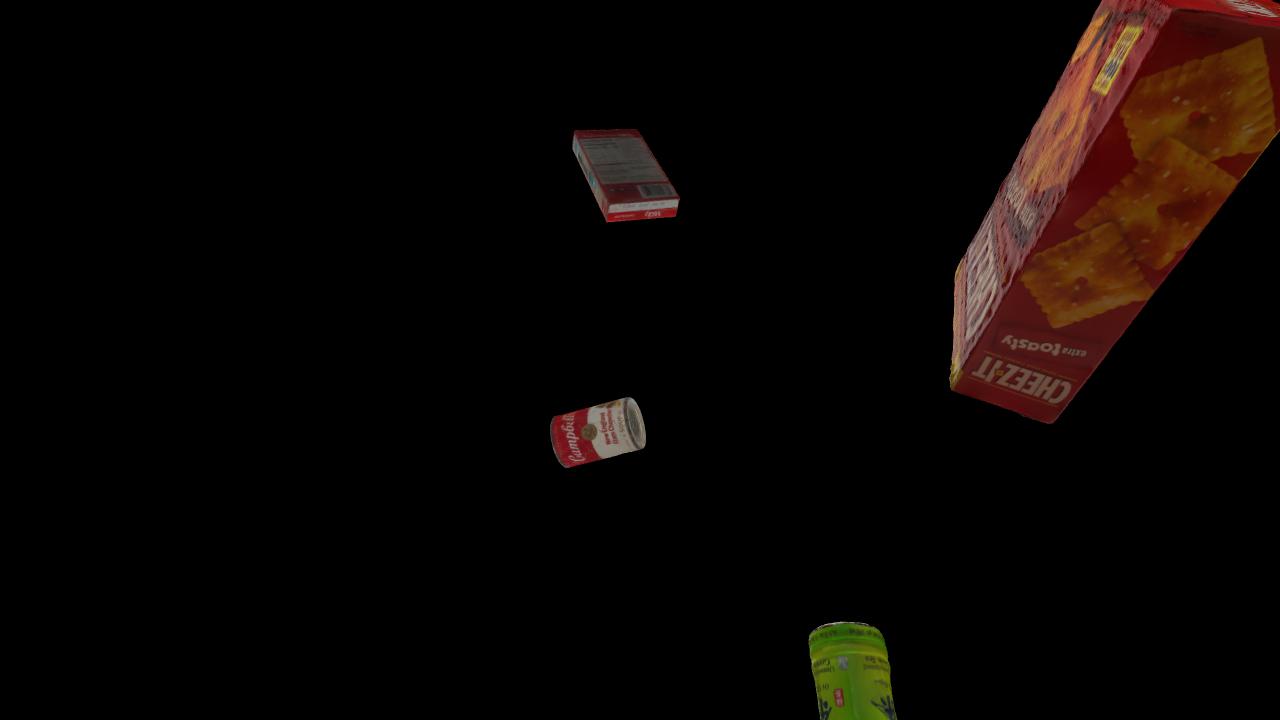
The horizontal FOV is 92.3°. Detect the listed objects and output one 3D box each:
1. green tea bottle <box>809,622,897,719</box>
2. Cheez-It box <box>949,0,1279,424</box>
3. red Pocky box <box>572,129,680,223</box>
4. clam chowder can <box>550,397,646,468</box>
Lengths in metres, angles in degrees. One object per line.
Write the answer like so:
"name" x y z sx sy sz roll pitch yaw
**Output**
"green tea bottle" 0.186 0.333 0.505 0.073 0.212 0.073 1 -42 1
"Cheez-It box" 0.268 -0.097 0.371 0.071 0.223 0.166 21 42 15
"red Pocky box" -0.019 -0.212 0.697 0.083 0.155 0.028 -9 -40 -17
"clam chowder can" -0.051 0.090 0.761 0.102 0.068 0.068 -16 -4 13
